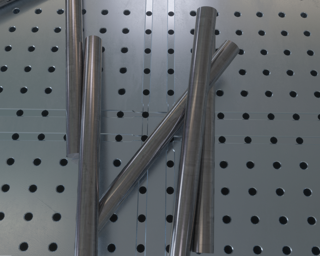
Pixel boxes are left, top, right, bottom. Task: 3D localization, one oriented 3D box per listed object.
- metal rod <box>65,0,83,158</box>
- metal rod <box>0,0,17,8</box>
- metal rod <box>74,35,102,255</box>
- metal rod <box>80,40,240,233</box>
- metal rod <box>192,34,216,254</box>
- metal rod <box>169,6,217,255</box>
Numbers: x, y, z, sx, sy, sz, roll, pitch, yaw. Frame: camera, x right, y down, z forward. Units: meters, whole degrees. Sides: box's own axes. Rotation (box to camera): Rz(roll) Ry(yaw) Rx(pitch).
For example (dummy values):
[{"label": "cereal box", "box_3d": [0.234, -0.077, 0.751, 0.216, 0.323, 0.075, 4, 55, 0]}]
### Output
[{"label": "metal rod", "box_3d": [-0.124, -0.104, 0.449, 0.025, 0.025, 0.299, -6, 70, -2]}, {"label": "metal rod", "box_3d": [-0.249, -0.205, 0.485, 0.301, 0.025, 0.025, -31, 73, -11]}, {"label": "metal rod", "box_3d": [-0.088, 0.006, 0.392, 0.025, 0.025, 0.299, -4, 64, -1]}, {"label": "metal rod", "box_3d": [0.005, 0.007, 0.392, 0.025, 0.025, 0.300, 36, 80, 12]}, {"label": "metal rod", "box_3d": [0.060, 0.004, 0.410, 0.025, 0.025, 0.299, 4, 70, 1]}, {"label": "metal rod", "box_3d": [0.040, 0.002, 0.373, 0.025, 0.025, 0.299, 7, 85, 2]}]
